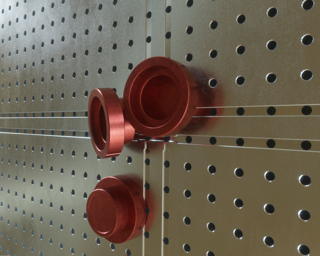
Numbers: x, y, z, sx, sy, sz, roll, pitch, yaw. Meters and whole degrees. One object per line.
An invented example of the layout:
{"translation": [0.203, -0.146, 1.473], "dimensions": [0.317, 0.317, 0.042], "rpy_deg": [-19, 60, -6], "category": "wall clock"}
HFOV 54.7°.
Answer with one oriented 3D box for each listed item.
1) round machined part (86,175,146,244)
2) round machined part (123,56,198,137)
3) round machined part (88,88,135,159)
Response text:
{"translation": [-0.071, 0.121, 0.454], "dimensions": [0.098, 0.042, 0.097], "rpy_deg": [0, 90, 39], "category": "round machined part"}
{"translation": [0.004, -0.037, 0.390], "dimensions": [0.098, 0.042, 0.097], "rpy_deg": [-1, 88, 35], "category": "round machined part"}
{"translation": [-0.067, -0.008, 0.437], "dimensions": [0.098, 0.042, 0.097], "rpy_deg": [21, 115, 59], "category": "round machined part"}
